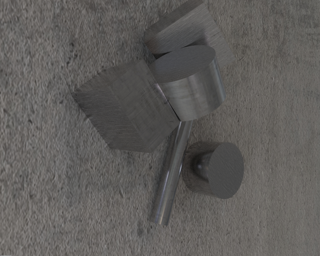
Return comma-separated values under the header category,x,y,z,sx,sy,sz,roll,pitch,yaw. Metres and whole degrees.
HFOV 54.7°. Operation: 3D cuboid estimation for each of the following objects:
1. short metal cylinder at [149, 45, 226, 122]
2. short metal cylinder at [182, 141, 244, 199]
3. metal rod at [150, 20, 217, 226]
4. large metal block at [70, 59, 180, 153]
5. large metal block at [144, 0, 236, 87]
category,x,y,z,sx,sy,sz,roll,pitch,yaw
short metal cylinder,0.029,-0.052,0.349,0.080,0.080,0.050,-46,129,-30
short metal cylinder,0.078,0.060,0.454,0.081,0.050,0.080,0,90,-40
metal rod,0.036,-0.018,0.434,0.025,0.025,0.299,24,75,-38
large metal block,-0.038,-0.022,0.337,0.050,0.080,0.080,-46,118,-30
large metal block,0.037,-0.106,0.391,0.080,0.080,0.050,50,21,-29
